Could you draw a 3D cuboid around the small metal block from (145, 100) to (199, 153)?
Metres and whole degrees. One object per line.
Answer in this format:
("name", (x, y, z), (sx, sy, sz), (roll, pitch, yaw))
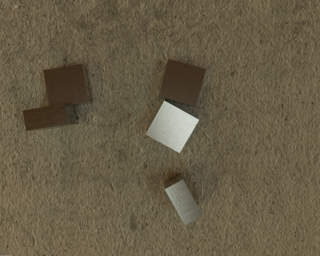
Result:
("small metal block", (0.016, -0.003, 0.406), (0.050, 0.025, 0.050), (29, 100, -1))

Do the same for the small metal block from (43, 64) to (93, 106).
("small metal block", (-0.121, -0.054, 0.409), (0.050, 0.025, 0.050), (-9, 90, 0))

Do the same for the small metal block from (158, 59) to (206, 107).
("small metal block", (0.029, -0.058, 0.410), (0.050, 0.025, 0.050), (15, 90, 0))

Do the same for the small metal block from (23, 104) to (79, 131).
("small metal block", (-0.138, -0.013, 0.396), (0.050, 0.050, 0.025), (-10, 90, 0))

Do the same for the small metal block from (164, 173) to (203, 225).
("small metal block", (0.029, 0.089, 0.398), (0.025, 0.050, 0.050), (-29, 90, 0))
